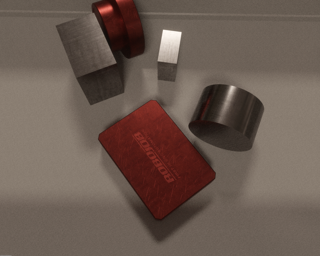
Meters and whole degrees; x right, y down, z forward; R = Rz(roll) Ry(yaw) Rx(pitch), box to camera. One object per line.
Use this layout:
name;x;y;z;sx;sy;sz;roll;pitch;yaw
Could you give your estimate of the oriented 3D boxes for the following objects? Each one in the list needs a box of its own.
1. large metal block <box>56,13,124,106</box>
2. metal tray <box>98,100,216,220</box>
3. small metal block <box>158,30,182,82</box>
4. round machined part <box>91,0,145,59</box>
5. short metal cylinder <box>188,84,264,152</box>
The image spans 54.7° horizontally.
large metal block;-0.090;-0.088;0.412;0.050;0.080;0.080;-22;72;-8
metal tray;-0.005;0.039;0.393;0.090;0.030;0.130;-35;74;-12
small metal block;0.013;-0.100;0.433;0.025;0.050;0.050;8;70;3
round machined part;-0.060;-0.140;0.420;0.042;0.098;0.098;-23;72;-13
short metal cylinder;0.082;-0.011;0.386;0.080;0.080;0.050;21;72;7
